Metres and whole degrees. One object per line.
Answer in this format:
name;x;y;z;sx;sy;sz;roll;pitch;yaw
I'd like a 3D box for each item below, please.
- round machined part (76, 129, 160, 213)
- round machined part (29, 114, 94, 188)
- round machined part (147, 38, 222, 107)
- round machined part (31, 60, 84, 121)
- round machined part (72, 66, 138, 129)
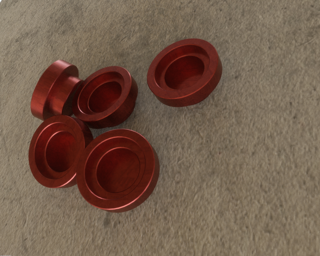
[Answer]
round machined part;-0.047;0.053;0.377;0.098;0.042;0.098;-7;64;14
round machined part;-0.129;0.033;0.426;0.098;0.042;0.098;-5;78;25
round machined part;0.036;-0.069;0.416;0.098;0.042;0.098;-13;56;20
round machined part;-0.150;-0.051;0.476;0.042;0.098;0.098;26;73;2
round machined part;-0.075;-0.040;0.454;0.098;0.042;0.098;-14;54;20
